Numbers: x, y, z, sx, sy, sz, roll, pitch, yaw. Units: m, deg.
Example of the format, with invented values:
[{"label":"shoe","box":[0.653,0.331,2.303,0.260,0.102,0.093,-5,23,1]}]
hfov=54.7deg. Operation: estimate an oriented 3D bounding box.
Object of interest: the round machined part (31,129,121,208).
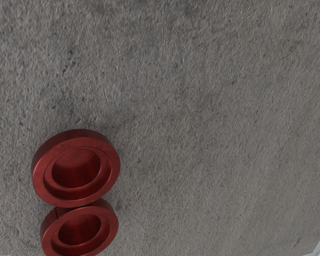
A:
[{"label":"round machined part","box":[-0.100,0.043,0.368,0.099,0.042,0.097,-14,124,-21]}]

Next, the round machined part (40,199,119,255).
[{"label":"round machined part","box":[-0.109,0.129,0.416,0.099,0.042,0.097,-14,124,-21]}]
